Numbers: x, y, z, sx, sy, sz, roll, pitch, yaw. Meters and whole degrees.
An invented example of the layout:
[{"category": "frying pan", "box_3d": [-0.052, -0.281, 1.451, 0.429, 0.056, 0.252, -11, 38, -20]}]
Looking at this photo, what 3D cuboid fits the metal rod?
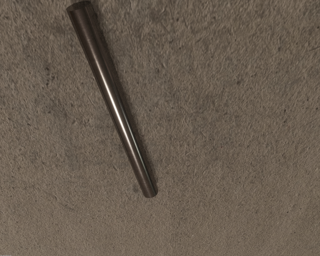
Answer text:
[{"category": "metal rod", "box_3d": [-0.047, -0.009, 0.398, 0.025, 0.025, 0.298, -10, 130, 8]}]
